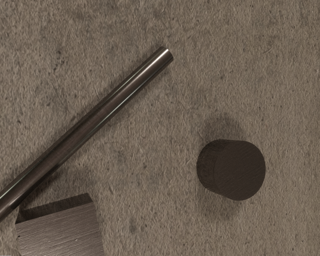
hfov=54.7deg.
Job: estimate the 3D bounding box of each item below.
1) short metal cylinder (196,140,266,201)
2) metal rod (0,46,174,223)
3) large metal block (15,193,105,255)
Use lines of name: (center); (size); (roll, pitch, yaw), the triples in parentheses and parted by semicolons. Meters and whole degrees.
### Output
short metal cylinder: (0.099, 0.056, 0.434); (0.081, 0.050, 0.079); (0, 90, -21)
metal rod: (-0.094, 0.004, 0.374); (0.301, 0.025, 0.025); (-45, 105, -15)
large metal block: (-0.112, 0.129, 0.355); (0.081, 0.050, 0.079); (-13, 95, -20)
